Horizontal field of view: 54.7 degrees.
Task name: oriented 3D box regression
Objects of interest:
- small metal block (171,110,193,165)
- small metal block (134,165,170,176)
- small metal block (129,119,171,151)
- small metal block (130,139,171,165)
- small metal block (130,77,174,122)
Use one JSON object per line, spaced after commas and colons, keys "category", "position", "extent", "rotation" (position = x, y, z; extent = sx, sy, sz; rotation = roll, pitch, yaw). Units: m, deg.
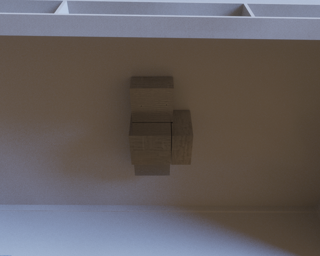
{"category": "small metal block", "position": [0.027, 0.012, 0.401], "extent": [0.025, 0.050, 0.050], "rotation": [0, 130, 0]}
{"category": "small metal block", "position": [-0.011, 0.042, 0.442], "extent": [0.050, 0.025, 0.050], "rotation": [0, 130, 0]}
{"category": "small metal block", "position": [-0.012, 0.003, 0.392], "extent": [0.050, 0.050, 0.025], "rotation": [0, 130, 0]}
{"category": "small metal block", "position": [-0.011, 0.021, 0.408], "extent": [0.050, 0.050, 0.025], "rotation": [0, 130, 0]}
{"category": "small metal block", "position": [-0.009, -0.034, 0.377], "extent": [0.050, 0.025, 0.050], "rotation": [0, 130, 0]}
